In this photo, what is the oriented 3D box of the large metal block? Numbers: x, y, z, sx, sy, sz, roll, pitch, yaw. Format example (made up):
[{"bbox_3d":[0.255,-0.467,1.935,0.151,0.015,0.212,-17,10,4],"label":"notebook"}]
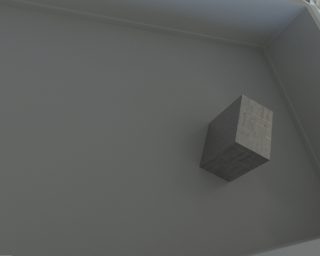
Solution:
[{"bbox_3d":[0.103,0.016,0.418,0.050,0.080,0.080,28,52,-11],"label":"large metal block"}]
